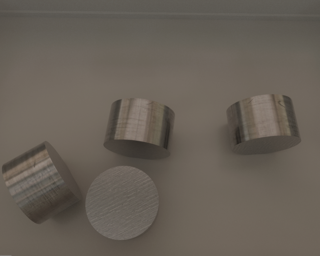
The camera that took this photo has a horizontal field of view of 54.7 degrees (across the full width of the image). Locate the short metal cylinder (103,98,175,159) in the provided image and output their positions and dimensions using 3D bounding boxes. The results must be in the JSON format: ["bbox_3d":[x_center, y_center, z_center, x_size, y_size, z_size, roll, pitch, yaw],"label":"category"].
[{"bbox_3d":[-0.024,0.003,0.379,0.080,0.080,0.050,7,70,2],"label":"short metal cylinder"}]

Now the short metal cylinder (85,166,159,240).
[{"bbox_3d":[-0.041,0.089,0.363,0.081,0.050,0.080,0,70,0],"label":"short metal cylinder"}]

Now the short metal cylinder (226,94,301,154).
[{"bbox_3d":[0.126,-0.002,0.382,0.081,0.080,0.050,-3,70,-1],"label":"short metal cylinder"}]

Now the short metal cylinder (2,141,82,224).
[{"bbox_3d":[-0.134,0.062,0.357,0.050,0.080,0.080,-31,73,-10],"label":"short metal cylinder"}]
